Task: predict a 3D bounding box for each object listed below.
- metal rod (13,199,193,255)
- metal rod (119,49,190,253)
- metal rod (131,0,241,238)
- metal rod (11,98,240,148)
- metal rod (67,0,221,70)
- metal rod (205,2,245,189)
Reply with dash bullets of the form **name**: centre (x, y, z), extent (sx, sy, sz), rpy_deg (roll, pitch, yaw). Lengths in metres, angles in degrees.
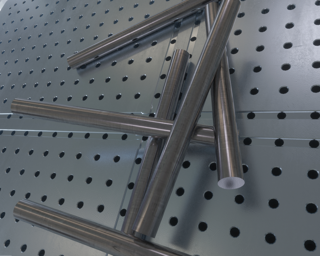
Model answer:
- **metal rod**: centre (-0.031, 0.124, 0.319), extent (0.300, 0.025, 0.025), rpy_deg (10, 67, 22)
- **metal rod**: centre (-0.005, 0.023, 0.397), extent (0.025, 0.025, 0.300), rpy_deg (1, 62, 29)
- **metal rod**: centre (0.037, -0.027, 0.353), extent (0.025, 0.025, 0.300), rpy_deg (11, 70, 33)
- **metal rod**: centre (-0.055, -0.008, 0.393), extent (0.301, 0.025, 0.025), rpy_deg (9, 65, 15)
- **metal rod**: centre (-0.027, -0.170, 0.527), extent (0.300, 0.025, 0.025), rpy_deg (-21, 54, 16)
- **metal rod**: centre (0.074, -0.065, 0.387), extent (0.025, 0.025, 0.300), rpy_deg (-14, 49, 21)
